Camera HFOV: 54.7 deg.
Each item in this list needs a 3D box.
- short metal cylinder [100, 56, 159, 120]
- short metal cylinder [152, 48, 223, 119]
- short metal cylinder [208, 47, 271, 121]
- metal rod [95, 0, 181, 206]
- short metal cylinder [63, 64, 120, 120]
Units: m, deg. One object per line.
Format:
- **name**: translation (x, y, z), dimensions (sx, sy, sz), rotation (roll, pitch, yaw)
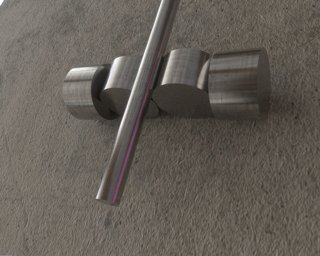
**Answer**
- **short metal cylinder**: translation (-0.035, -0.053, 0.421), dimensions (0.080, 0.080, 0.050), rotation (1, 62, 28)
- **short metal cylinder**: translation (0.035, -0.053, 0.383), dimensions (0.080, 0.080, 0.050), rotation (1, 62, 28)
- **short metal cylinder**: translation (0.093, -0.048, 0.351), dimensions (0.050, 0.080, 0.080), rotation (1, 62, 29)
- **metal rod**: translation (-0.017, -0.057, 0.370), dimensions (0.025, 0.025, 0.300), rotation (1, 62, 28)
- **short metal cylinder**: translation (-0.093, -0.051, 0.450), dimensions (0.050, 0.080, 0.080), rotation (1, 62, 29)
